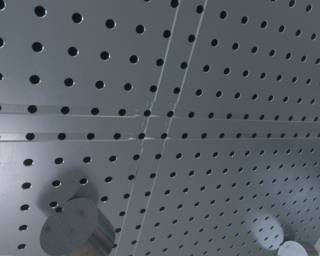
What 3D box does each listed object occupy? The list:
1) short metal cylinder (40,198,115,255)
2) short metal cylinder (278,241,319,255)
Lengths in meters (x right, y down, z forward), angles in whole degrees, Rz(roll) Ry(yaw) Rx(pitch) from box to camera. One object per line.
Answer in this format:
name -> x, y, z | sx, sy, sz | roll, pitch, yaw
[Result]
short metal cylinder -> -0.106, 0.139, 0.404 | 0.080, 0.080, 0.050 | -31, 129, -9
short metal cylinder -> 0.339, 0.319, 0.758 | 0.050, 0.080, 0.080 | 16, 110, -35
